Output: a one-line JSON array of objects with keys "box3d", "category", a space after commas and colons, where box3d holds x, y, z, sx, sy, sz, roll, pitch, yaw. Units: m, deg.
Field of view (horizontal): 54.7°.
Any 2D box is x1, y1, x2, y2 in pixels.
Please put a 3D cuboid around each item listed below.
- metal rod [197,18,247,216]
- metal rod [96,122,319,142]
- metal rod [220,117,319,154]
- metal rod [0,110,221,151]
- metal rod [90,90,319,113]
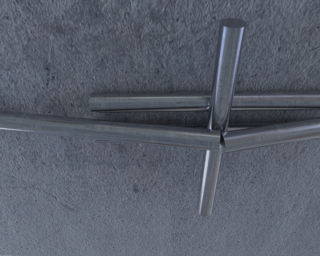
[{"box3d": [0.070, 0.014, 0.389, 0.025, 0.025, 0.298, 0, 130, 0], "category": "metal rod"}, {"box3d": [0.067, 0.005, 0.413, 0.302, 0.025, 0.025, -1, 130, 0], "category": "metal rod"}, {"box3d": [0.220, -0.005, 0.375, 0.302, 0.025, 0.025, -9, 131, -6], "category": "metal rod"}, {"box3d": [-0.080, 0.001, 0.375, 0.302, 0.025, 0.025, 5, 131, 7], "category": "metal rod"}, {"box3d": [0.067, -0.033, 0.381, 0.302, 0.025, 0.025, -1, 130, 0], "category": "metal rod"}]
